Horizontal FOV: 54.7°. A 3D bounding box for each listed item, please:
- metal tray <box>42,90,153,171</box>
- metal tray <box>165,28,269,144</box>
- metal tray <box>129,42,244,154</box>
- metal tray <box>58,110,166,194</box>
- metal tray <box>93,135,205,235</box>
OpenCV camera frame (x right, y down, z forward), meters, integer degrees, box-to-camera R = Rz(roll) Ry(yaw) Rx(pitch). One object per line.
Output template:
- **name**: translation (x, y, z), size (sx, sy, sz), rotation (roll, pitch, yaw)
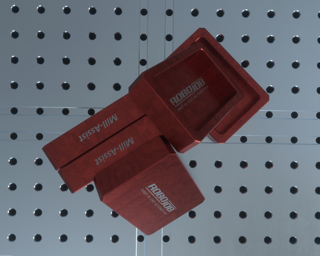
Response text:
- **metal tray**: translation (-0.067, 0.000, 0.380), size (0.130, 0.090, 0.030), rotation (-32, 90, 0)
- **metal tray**: translation (0.066, -0.054, 0.410), size (0.090, 0.030, 0.130), rotation (-44, 91, 0)
- **metal tray**: translation (0.036, -0.041, 0.357), size (0.090, 0.030, 0.131), rotation (51, 45, 0)
- **metal tray**: translation (-0.049, 0.025, 0.379), size (0.130, 0.090, 0.030), rotation (-32, 90, 0)
- **metal tray**: translation (-0.006, 0.074, 0.367), size (0.090, 0.130, 0.030), rotation (-32, 49, 0)
